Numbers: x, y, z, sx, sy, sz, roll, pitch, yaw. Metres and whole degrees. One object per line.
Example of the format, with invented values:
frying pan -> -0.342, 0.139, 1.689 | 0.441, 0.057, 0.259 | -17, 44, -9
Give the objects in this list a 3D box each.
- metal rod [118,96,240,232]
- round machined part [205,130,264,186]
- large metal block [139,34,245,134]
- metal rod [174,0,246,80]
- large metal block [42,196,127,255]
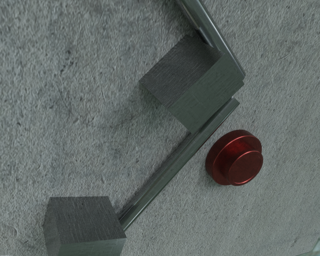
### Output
metal rod -> 0.006, 0.070, 0.455 | 0.299, 0.025, 0.025 | -49, 129, 6
round machined part -> 0.127, 0.055, 0.502 | 0.099, 0.042, 0.097 | -14, 125, -21
large metal block -> 0.034, -0.053, 0.359 | 0.080, 0.080, 0.050 | -44, 130, 2
metal rod -> 0.021, -0.149, 0.327 | 0.025, 0.025, 0.300 | -45, 130, 3
large metal block -> -0.100, 0.135, 0.401 | 0.081, 0.080, 0.050 | 7, 115, -32
